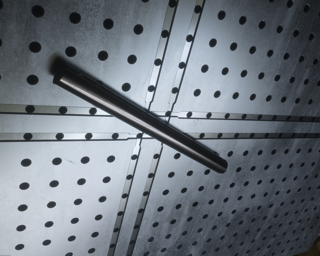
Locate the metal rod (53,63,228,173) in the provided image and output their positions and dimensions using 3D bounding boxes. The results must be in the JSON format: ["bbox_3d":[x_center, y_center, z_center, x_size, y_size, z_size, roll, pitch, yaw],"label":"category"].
[{"bbox_3d":[-0.002,0.003,0.414,0.301,0.025,0.025,30,101,-38],"label":"metal rod"}]
